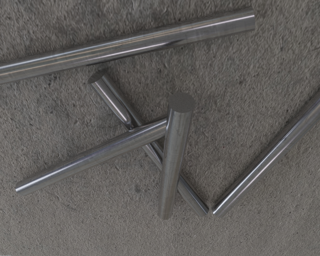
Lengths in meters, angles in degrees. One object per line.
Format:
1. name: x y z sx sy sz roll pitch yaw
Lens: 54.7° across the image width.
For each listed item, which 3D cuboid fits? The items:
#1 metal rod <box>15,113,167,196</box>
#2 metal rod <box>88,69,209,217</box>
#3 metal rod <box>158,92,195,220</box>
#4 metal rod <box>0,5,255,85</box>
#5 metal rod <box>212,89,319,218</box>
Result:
1. metal rod: -0.093 0.041 0.418 0.300 0.025 0.025 -24 127 27
2. metal rod: 0.000 0.040 0.441 0.025 0.025 0.300 -23 127 18
3. metal rod: 0.014 0.061 0.410 0.025 0.025 0.298 2 145 -2
4. metal rod: -0.054 -0.085 0.334 0.301 0.025 0.025 -10 130 8
5. metal rod: 0.159 0.038 0.440 0.025 0.025 0.298 18 128 -15
